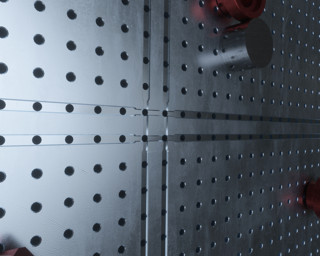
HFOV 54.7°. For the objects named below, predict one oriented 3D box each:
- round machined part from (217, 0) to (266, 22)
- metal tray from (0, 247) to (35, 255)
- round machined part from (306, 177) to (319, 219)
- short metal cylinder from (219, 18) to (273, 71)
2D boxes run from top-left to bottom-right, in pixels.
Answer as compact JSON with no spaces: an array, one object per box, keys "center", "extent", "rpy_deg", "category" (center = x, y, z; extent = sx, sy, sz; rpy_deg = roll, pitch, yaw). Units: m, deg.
[{"center":[0.128,-0.223,0.507],"extent":[0.099,0.042,0.097],"rpy_deg":[1,89,-40],"category":"round machined part"},{"center":[-0.118,0.186,0.281],"extent":[0.130,0.030,0.090],"rpy_deg":[59,26,-24],"category":"metal tray"},{"center":[0.370,0.158,0.711],"extent":[0.099,0.042,0.097],"rpy_deg":[2,88,-44],"category":"round machined part"},{"center":[0.145,-0.137,0.517],"extent":[0.081,0.050,0.079],"rpy_deg":[0,91,-40],"category":"short metal cylinder"}]
